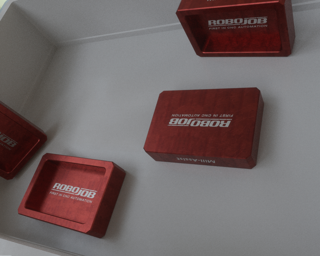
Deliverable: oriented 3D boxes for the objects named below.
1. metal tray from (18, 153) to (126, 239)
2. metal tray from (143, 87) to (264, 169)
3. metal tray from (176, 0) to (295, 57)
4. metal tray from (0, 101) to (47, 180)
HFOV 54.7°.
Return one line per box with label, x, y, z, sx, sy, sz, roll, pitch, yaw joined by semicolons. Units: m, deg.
metal tray;-0.118;0.085;0.412;0.130;0.030;0.090;4;63;29
metal tray;0.052;-0.002;0.376;0.130;0.030;0.090;2;62;29
metal tray;0.096;-0.131;0.393;0.130;0.090;0.030;8;66;31
metal tray;-0.251;0.009;0.463;0.090;0.130;0.030;-51;36;-7
